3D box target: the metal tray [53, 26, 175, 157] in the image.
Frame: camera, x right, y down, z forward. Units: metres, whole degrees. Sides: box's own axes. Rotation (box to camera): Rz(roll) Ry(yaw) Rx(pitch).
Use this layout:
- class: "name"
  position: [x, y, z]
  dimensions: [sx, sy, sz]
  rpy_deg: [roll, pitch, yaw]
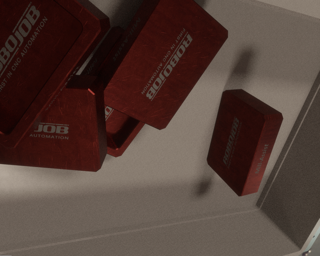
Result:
- class: "metal tray"
  position: [-0.049, -0.037, 0.356]
  dimensions: [0.090, 0.030, 0.130]
  rpy_deg: [30, 102, -38]

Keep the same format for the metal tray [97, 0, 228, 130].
- class: "metal tray"
  position: [0.001, -0.070, 0.325]
  dimensions: [0.090, 0.030, 0.129]
  rpy_deg: [25, 104, -37]

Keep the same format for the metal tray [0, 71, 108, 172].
- class: "metal tray"
  position: [-0.120, -0.007, 0.297]
  dimensions: [0.131, 0.030, 0.089]
  rpy_deg: [4, 121, 3]

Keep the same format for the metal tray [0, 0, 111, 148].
- class: "metal tray"
  position: [-0.112, -0.058, 0.235]
  dimensions: [0.090, 0.030, 0.130]
  rpy_deg: [39, 110, -11]

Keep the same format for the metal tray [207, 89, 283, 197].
- class: "metal tray"
  position: [0.115, 0.020, 0.444]
  dimensions: [0.030, 0.090, 0.129]
  rpy_deg: [-7, 122, -25]
